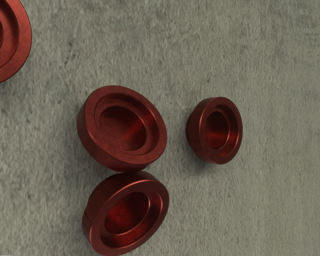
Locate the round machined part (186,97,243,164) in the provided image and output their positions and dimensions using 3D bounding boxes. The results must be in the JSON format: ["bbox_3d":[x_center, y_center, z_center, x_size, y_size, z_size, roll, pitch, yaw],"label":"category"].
[{"bbox_3d":[0.077,0.004,0.461,0.099,0.042,0.097,0,90,-40],"label":"round machined part"}]

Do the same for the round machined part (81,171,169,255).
[{"bbox_3d":[-0.041,0.089,0.346,0.099,0.042,0.097,-20,126,-30],"label":"round machined part"}]

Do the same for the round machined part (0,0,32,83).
[{"bbox_3d":[-0.164,-0.080,0.257,0.099,0.042,0.097,0,90,-40],"label":"round machined part"}]

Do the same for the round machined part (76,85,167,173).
[{"bbox_3d":[-0.044,0.005,0.340,0.099,0.042,0.098,21,49,-26],"label":"round machined part"}]
